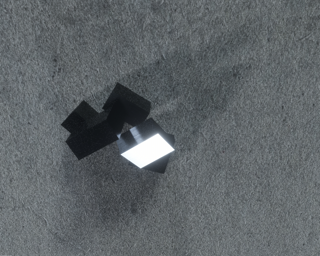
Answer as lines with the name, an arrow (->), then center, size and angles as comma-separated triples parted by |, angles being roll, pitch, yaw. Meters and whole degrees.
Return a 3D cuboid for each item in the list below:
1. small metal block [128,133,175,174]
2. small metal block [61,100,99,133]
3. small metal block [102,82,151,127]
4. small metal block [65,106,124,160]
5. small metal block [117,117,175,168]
small metal block -> -0.012, 0.030, 0.422 | 0.050, 0.025, 0.050 | 15, 109, -6
small metal block -> -0.092, -0.004, 0.395 | 0.025, 0.050, 0.050 | -43, 105, 14
small metal block -> -0.040, -0.029, 0.387 | 0.050, 0.050, 0.025 | 31, 107, -11
small metal block -> -0.071, 0.004, 0.345 | 0.050, 0.050, 0.025 | -28, 108, 9
small metal block -> -0.017, 0.019, 0.378 | 0.050, 0.025, 0.050 | -30, 145, 10
